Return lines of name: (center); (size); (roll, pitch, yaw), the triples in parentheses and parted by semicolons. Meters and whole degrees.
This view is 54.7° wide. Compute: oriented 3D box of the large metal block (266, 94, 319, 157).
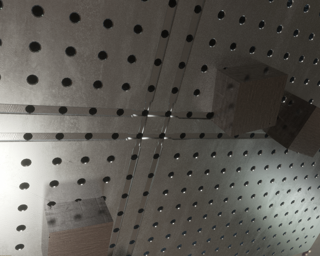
large metal block: (0.245, -0.002, 0.531); (0.081, 0.050, 0.080); (16, 110, -35)

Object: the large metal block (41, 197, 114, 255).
large metal block: (-0.115, 0.147, 0.424); (0.081, 0.050, 0.079); (-2, 119, -28)

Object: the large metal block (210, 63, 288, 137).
large metal block: (0.124, -0.042, 0.439); (0.081, 0.050, 0.079); (-12, 124, -22)
